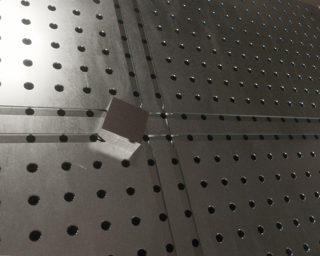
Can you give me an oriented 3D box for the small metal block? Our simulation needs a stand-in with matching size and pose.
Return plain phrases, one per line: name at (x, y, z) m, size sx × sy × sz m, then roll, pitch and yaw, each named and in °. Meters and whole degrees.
small metal block at (-0.046, -0.004, 0.387) m, size 0.050 × 0.025 × 0.050 m, roll 23°, pitch 53°, yaw -15°
